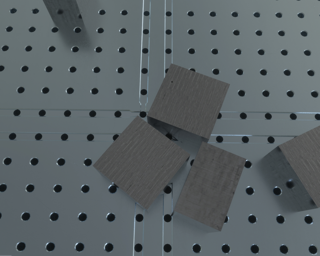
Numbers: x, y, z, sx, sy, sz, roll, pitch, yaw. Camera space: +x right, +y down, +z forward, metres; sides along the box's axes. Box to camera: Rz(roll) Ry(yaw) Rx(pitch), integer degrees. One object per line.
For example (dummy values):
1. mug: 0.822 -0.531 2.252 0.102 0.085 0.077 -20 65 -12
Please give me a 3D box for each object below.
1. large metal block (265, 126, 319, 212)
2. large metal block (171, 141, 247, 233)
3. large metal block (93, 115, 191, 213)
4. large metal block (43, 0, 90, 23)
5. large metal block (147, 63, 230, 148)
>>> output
1. large metal block: 0.193 0.047 0.384 0.080 0.050 0.080 -24 72 -9
2. large metal block: 0.053 0.071 0.357 0.050 0.080 0.080 23 72 8
3. large metal block: -0.021 0.046 0.382 0.080 0.050 0.080 37 74 12
4. large metal block: -0.139 -0.217 0.460 0.050 0.080 0.080 7 70 2
5. large metal block: 0.037 -0.027 0.409 0.080 0.050 0.080 21 71 7
